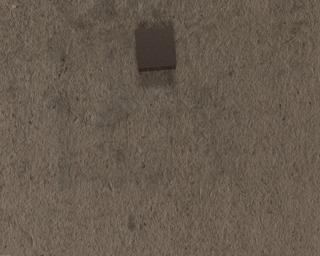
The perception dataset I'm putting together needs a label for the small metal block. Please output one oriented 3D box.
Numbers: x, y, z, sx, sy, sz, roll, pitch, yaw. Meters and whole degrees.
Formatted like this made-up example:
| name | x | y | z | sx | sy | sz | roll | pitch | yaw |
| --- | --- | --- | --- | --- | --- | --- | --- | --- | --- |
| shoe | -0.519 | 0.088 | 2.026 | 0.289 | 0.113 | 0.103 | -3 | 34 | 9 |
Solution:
| name | x | y | z | sx | sy | sz | roll | pitch | yaw |
| --- | --- | --- | --- | --- | --- | --- | --- | --- | --- |
| small metal block | -0.006 | -0.103 | 0.410 | 0.050 | 0.025 | 0.050 | -5 | 90 | -1 |
